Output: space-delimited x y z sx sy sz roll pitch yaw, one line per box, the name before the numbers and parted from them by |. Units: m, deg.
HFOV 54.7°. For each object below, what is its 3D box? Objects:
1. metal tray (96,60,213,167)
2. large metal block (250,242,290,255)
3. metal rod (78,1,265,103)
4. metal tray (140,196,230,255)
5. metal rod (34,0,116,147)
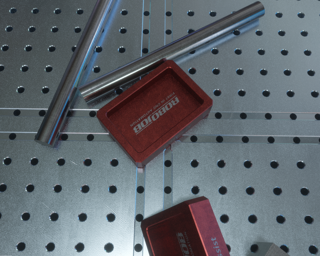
metal tray | -0.006 -0.021 0.416 0.130 0.030 0.090 -38 75 -13
large metal block | 0.126 0.183 0.333 0.080 0.050 0.080 37 74 12
metal rod | 0.024 -0.115 0.453 0.302 0.025 0.025 -28 73 -10
metal tray | 0.033 0.148 0.323 0.030 0.090 0.130 -3 65 -41
metal rod | -0.109 -0.115 0.452 0.025 0.025 0.299 15 70 5
